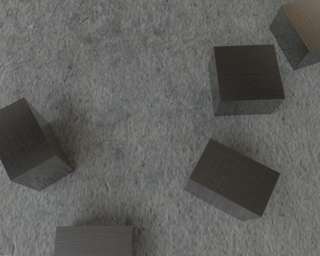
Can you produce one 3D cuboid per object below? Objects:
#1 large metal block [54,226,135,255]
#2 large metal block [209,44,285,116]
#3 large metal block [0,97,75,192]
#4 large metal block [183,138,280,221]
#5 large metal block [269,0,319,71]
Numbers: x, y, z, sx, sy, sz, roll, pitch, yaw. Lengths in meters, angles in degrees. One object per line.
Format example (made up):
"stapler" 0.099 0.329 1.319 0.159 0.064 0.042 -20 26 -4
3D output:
"large metal block" -0.070 0.150 0.339 0.081 0.050 0.080 0 70 -1
"large metal block" 0.113 -0.064 0.420 0.081 0.050 0.080 -2 70 -1
"large metal block" -0.152 0.023 0.369 0.050 0.080 0.080 -31 73 -11
"large metal block" 0.077 0.063 0.357 0.080 0.080 0.050 27 72 9
"large metal block" 0.221 -0.140 0.449 0.081 0.050 0.080 -18 71 -7
